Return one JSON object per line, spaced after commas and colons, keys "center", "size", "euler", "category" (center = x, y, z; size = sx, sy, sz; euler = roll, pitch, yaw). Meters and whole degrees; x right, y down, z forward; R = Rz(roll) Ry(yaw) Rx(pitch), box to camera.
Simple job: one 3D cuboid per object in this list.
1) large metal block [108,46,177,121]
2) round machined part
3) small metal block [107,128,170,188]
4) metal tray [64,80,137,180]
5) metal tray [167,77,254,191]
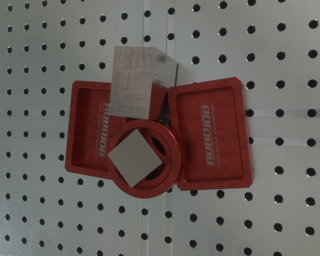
{"center": [-0.018, -0.052, 0.386], "size": [0.050, 0.080, 0.079], "euler": [7, 92, 20], "category": "large metal block"}
{"center": [-0.015, 0.037, 0.395], "size": [0.098, 0.042, 0.097], "euler": [0, 90, 19], "category": "round machined part"}
{"center": [-0.026, 0.036, 0.373], "size": [0.050, 0.025, 0.050], "euler": [-41, 77, 15], "category": "small metal block"}
{"center": [-0.082, 0.002, 0.434], "size": [0.090, 0.030, 0.129], "euler": [7, 92, 19], "category": "metal tray"}
{"center": [0.062, 0.009, 0.384], "size": [0.090, 0.030, 0.129], "euler": [-7, 88, 19], "category": "metal tray"}
